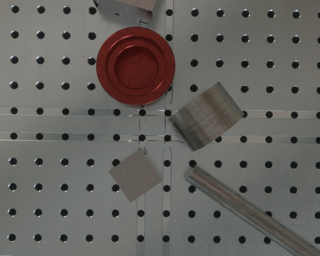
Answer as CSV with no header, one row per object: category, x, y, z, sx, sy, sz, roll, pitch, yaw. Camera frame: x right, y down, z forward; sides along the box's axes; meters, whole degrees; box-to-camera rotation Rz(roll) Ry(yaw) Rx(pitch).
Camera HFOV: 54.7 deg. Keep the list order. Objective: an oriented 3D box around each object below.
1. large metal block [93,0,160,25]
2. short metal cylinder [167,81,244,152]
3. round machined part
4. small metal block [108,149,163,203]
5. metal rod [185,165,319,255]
large metal block,-0.036,-0.191,0.400,0.080,0.050,0.080,17,90,-1
short metal cylinder,0.056,-0.014,0.387,0.080,0.080,0.050,-37,90,0
round machined part,-0.030,-0.077,0.404,0.099,0.042,0.097,0,90,-1
small metal block,-0.032,0.062,0.413,0.050,0.025,0.050,-35,90,0
metal rod,0.163,0.145,0.415,0.301,0.025,0.025,35,90,-1
